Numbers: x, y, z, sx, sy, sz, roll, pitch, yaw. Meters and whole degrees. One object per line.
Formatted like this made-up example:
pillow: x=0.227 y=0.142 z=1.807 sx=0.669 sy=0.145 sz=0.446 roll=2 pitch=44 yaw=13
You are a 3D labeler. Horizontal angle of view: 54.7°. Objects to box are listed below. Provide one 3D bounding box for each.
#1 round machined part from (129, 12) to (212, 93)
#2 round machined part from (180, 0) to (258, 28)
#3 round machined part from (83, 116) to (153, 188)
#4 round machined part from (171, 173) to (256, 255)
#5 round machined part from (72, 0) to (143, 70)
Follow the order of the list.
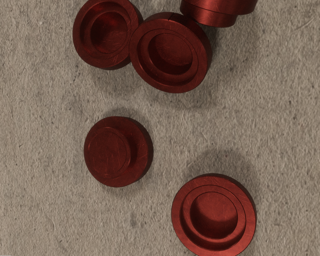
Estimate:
round machined part: x=0.016 y=-0.094 z=0.376 sx=0.098 sy=0.042 sz=0.097 roll=15 pitch=136 yaw=15
round machined part: x=0.061 y=-0.150 z=0.357 sx=0.098 sy=0.099 sz=0.042 roll=29 pitch=131 yaw=17
round machined part: x=-0.062 y=0.032 z=0.421 sx=0.098 sy=0.042 sz=0.097 roll=0 pitch=90 yaw=19
round machined part: x=0.067 y=0.103 z=0.376 sx=0.098 sy=0.042 sz=0.097 roll=0 pitch=90 yaw=19
round machined part: x=-0.065 y=-0.127 z=0.422 sx=0.098 sy=0.042 sz=0.097 roll=0 pitch=90 yaw=19
